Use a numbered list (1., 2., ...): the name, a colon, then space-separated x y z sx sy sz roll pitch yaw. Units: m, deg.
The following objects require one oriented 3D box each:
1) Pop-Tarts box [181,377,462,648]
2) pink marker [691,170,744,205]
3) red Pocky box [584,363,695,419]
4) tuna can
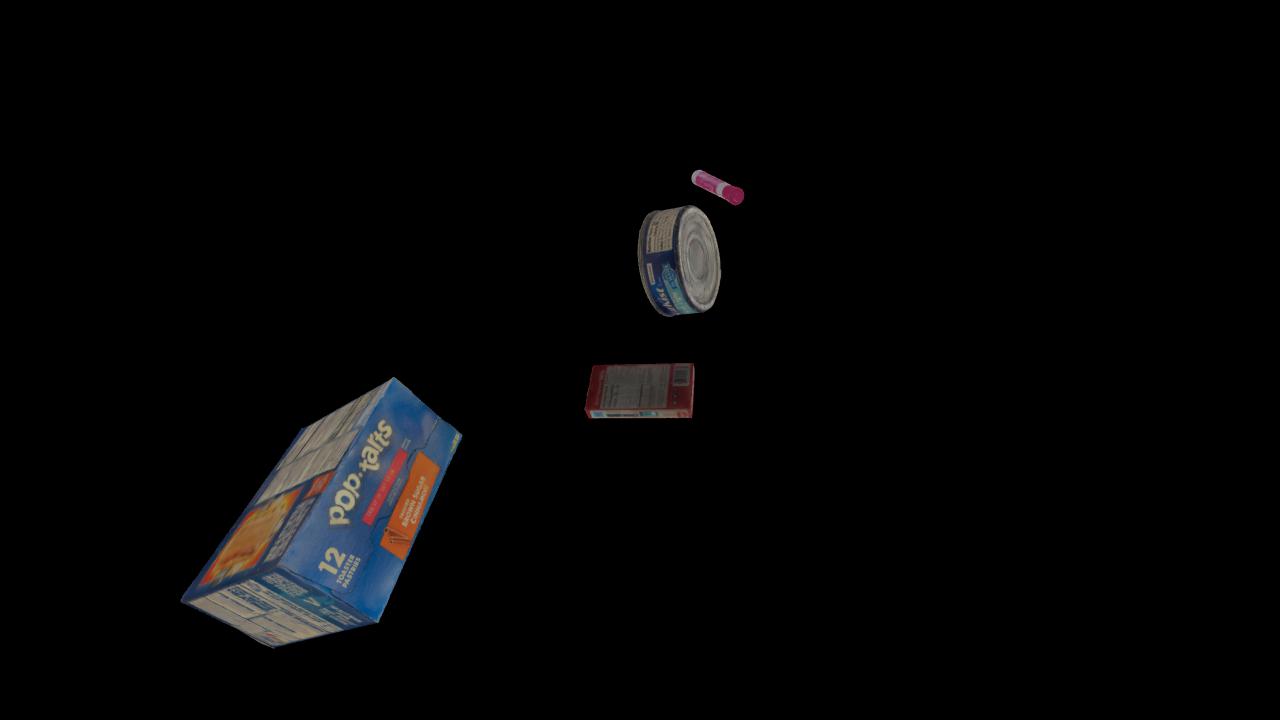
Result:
1. Pop-Tarts box: -0.239 0.119 0.483 0.141 0.167 0.083 -24 -55 29
2. pink marker: 0.088 -0.198 0.704 0.020 0.020 0.121 0 26 -18
3. red Pocky box: 0.002 0.045 0.897 0.155 0.083 0.028 -1 -36 12
4. tuna can: 0.033 -0.077 0.480 0.034 0.084 0.084 -3 -2 29
